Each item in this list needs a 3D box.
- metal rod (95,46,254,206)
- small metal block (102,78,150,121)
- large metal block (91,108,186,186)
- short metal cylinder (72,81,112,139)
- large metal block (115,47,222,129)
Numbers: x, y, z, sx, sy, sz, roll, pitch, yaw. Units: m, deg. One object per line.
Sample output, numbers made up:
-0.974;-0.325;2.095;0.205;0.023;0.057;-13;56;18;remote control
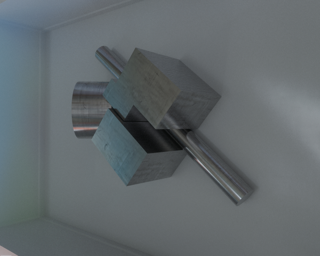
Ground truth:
0.001;-0.020;0.403;0.300;0.025;0.025;47;118;29;metal rod
-0.034;-0.034;0.385;0.050;0.050;0.025;48;119;29;small metal block
-0.024;0.021;0.388;0.080;0.081;0.050;47;118;29;large metal block
-0.086;-0.025;0.430;0.050;0.080;0.079;1;91;0;short metal cylinder
0.010;-0.044;0.360;0.080;0.081;0.050;48;118;29;large metal block
